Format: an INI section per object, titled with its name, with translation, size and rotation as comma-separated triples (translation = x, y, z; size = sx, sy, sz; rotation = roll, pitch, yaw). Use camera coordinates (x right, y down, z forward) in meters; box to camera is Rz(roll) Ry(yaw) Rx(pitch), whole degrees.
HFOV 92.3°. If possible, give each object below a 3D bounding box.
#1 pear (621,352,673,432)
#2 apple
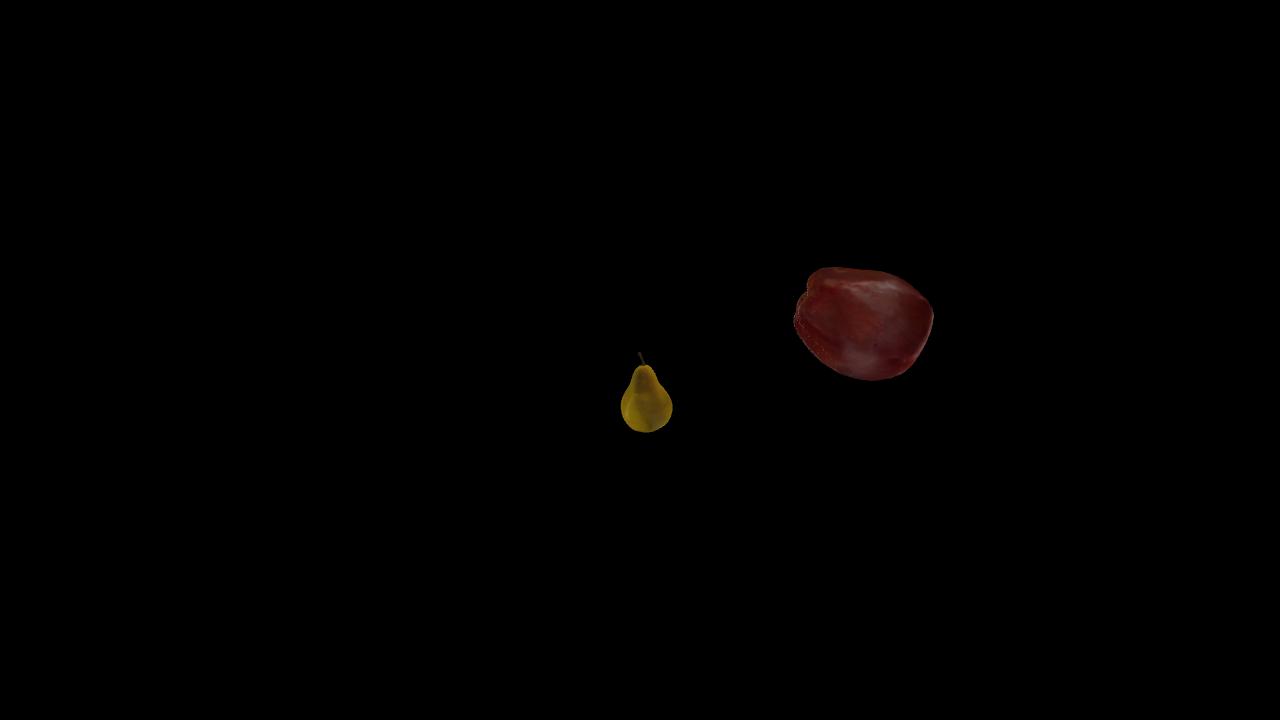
[pear]
translation = 0.010, 0.046, 0.883
size = 0.080, 0.111, 0.080
rotation = 2, 22, -1
[apple]
translation = 0.158, -0.026, 0.437
size = 0.093, 0.079, 0.079
rotation = 21, 2, 5
